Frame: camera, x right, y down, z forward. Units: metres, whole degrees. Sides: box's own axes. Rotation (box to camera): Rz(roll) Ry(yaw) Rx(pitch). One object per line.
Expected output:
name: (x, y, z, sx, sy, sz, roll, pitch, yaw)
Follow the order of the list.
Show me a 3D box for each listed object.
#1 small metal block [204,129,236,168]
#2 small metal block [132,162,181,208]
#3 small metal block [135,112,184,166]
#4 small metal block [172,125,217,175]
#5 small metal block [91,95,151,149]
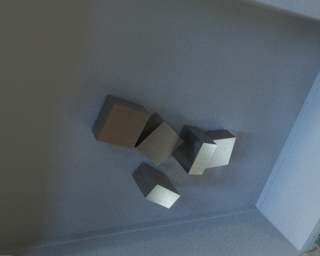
small metal block: (0.082, 0.032, 0.473, 0.050, 0.025, 0.050, -6, 121, -26)
small metal block: (-0.006, 0.081, 0.438, 0.025, 0.050, 0.050, -49, 130, 7)
small metal block: (-0.004, 0.016, 0.414, 0.050, 0.025, 0.050, -43, 130, 1)
small metal block: (0.047, 0.031, 0.437, 0.025, 0.050, 0.050, 10, 114, -34)
small metal block: (-0.048, -0.006, 0.377, 0.050, 0.025, 0.050, 16, 110, -35)
